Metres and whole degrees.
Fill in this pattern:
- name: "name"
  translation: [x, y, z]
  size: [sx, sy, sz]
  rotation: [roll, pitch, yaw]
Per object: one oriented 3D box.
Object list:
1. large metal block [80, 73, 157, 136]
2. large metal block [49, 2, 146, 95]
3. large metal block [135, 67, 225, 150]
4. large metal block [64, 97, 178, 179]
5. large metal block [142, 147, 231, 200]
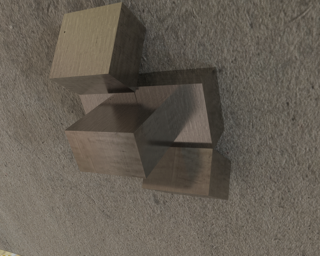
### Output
- name: "large metal block"
  translation: [-0.047, -0.022, 0.399]
  size: [0.080, 0.050, 0.079]
  rotation: [1, 119, 27]
- name: "large metal block"
  translation: [-0.068, -0.085, 0.347]
  size: [0.080, 0.050, 0.080]
  rotation: [1, 75, 28]
- name: "large metal block"
  translation: [0.025, -0.022, 0.362]
  size: [0.080, 0.050, 0.079]
  rotation: [1, 119, 27]
- name: "large metal block"
  translation: [-0.037, 0.006, 0.331]
  size: [0.080, 0.080, 0.050]
  rotation: [1, 119, 27]
- name: "large metal block"
  translation: [0.036, 0.056, 0.380]
  size: [0.080, 0.080, 0.050]
  rotation: [1, 75, 27]
